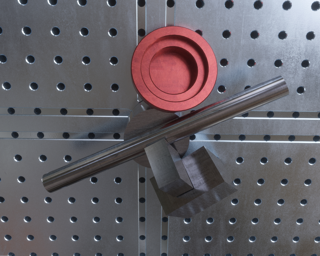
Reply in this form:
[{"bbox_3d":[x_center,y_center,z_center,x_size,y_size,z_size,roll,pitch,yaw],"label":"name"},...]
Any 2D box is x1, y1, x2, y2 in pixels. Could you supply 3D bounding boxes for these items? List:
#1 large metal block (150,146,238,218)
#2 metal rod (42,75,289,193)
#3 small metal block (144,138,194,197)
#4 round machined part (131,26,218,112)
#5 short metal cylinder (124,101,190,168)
[{"bbox_3d":[0.046,0.074,0.404,0.080,0.050,0.080,-33,152,11],"label":"large metal block"},{"bbox_3d":[0.000,0.011,0.363,0.301,0.025,0.025,-23,109,7],"label":"metal rod"},{"bbox_3d":[0.011,0.046,0.352,0.025,0.050,0.050,-28,150,9],"label":"small metal block"},{"bbox_3d":[0.015,-0.066,0.368,0.099,0.042,0.097,0,88,-6],"label":"round machined part"},{"bbox_3d":[-0.004,0.006,0.401,0.081,0.050,0.079,0,110,-1],"label":"short metal cylinder"}]
